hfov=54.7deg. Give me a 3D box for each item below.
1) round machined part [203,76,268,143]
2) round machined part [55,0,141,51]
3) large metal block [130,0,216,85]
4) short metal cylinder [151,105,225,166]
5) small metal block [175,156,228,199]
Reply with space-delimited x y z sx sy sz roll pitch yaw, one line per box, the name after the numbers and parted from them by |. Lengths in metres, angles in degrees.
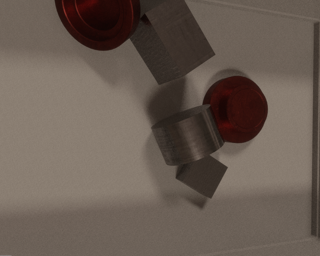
0.114 -0.027 0.445 0.099 0.042 0.097 0 90 -21 | round machined part
-0.067 -0.143 0.358 0.098 0.098 0.042 49 39 -14 | round machined part
0.011 -0.105 0.386 0.050 0.080 0.080 -36 102 -17 | large metal block
0.035 0.008 0.396 0.081 0.080 0.050 -25 99 -19 | short metal cylinder
0.059 0.063 0.434 0.050 0.025 0.050 34 79 -17 | small metal block
